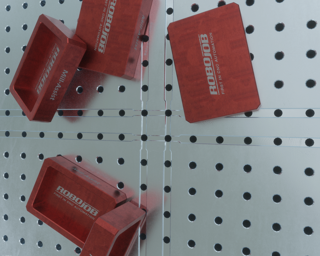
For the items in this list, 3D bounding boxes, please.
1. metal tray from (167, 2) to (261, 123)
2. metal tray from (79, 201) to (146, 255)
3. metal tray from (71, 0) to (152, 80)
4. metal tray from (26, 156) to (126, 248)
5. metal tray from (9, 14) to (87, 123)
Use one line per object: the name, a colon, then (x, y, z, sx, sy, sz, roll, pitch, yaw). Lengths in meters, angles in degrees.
metal tray: (0.067, -0.077, 0.386, 0.090, 0.030, 0.129, -12, 86, 19)
metal tray: (-0.072, 0.167, 0.402, 0.030, 0.090, 0.129, 27, 99, 18)
metal tray: (-0.069, -0.141, 0.433, 0.090, 0.030, 0.129, 16, 95, 18)
metal tray: (-0.124, 0.109, 0.452, 0.130, 0.030, 0.090, 27, 98, 17)
metal tray: (-0.164, -0.084, 0.443, 0.090, 0.030, 0.129, 44, 111, 33)
